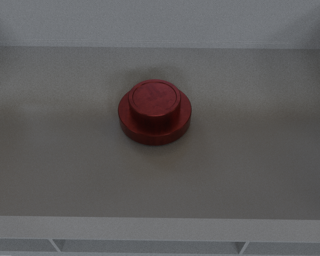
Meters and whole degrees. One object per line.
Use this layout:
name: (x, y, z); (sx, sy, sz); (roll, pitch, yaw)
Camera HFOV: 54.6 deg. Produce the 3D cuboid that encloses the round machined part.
round machined part: (-0.007, -0.028, 0.414); (0.099, 0.042, 0.098); (0, 50, 0)
